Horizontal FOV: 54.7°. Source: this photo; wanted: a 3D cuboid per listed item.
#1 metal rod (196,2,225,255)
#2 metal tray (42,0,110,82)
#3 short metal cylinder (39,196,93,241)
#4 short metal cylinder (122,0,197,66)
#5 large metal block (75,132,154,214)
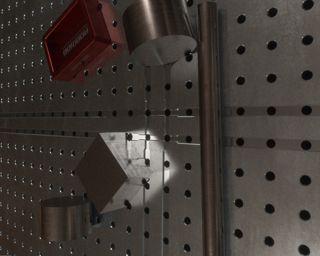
[{"bbox_3d":[0.059,0.006,0.359,0.025,0.025,0.298,-2,88,39],"label":"metal rod"},{"bbox_3d":[-0.146,-0.149,0.523,0.130,0.030,0.090,-30,72,35],"label":"metal tray"},{"bbox_3d":[-0.149,0.142,0.493,0.080,0.081,0.050,-2,89,39],"label":"short metal cylinder"},{"bbox_3d":[-0.001,-0.114,0.373,0.080,0.081,0.050,-20,77,38],"label":"short metal cylinder"},{"bbox_3d":[-0.068,0.063,0.447,0.080,0.050,0.080,52,120,27],"label":"large metal block"}]
